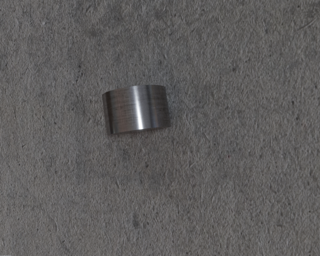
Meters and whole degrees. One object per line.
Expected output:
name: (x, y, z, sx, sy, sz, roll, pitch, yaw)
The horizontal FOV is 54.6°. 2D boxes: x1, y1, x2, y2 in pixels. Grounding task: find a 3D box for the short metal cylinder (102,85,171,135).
short metal cylinder: (-0.029, -0.021, 0.391, 0.080, 0.080, 0.050, -9, 87, 20)
